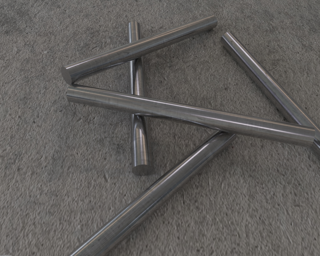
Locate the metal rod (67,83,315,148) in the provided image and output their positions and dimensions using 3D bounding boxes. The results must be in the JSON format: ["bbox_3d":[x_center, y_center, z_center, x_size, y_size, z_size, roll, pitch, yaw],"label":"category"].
[{"bbox_3d":[0.030,-0.018,0.384,0.301,0.025,0.025,11,51,9],"label":"metal rod"}]

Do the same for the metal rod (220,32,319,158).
[{"bbox_3d":[0.169,-0.047,0.443,0.025,0.025,0.300,-16,52,-13],"label":"metal rod"}]

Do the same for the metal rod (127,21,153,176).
[{"bbox_3d":[-0.033,-0.065,0.457,0.025,0.025,0.300,-4,50,-3],"label":"metal rod"}]

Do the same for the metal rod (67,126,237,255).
[{"bbox_3d":[-0.020,0.086,0.330,0.302,0.025,0.025,-37,59,-27],"label":"metal rod"}]

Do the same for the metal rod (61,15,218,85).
[{"bbox_3d":[-0.013,-0.132,0.485,0.302,0.025,0.025,-30,56,-34],"label":"metal rod"}]
